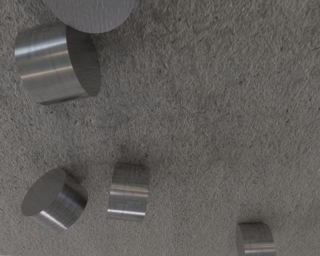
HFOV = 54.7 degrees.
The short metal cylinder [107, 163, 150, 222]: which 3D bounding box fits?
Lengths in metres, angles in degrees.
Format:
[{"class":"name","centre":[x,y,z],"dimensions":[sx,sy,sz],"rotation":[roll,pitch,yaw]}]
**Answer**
[{"class":"short metal cylinder","centre":[-0.046,0.093,0.450],"dimensions":[0.050,0.080,0.079],"rotation":[8,130,-7]}]

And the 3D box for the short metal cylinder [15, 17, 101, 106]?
[{"class":"short metal cylinder","centre":[-0.099,-0.066,0.314],"dimensions":[0.050,0.080,0.080],"rotation":[-11,129,9]}]

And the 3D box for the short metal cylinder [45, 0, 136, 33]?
[{"class":"short metal cylinder","centre":[-0.060,-0.133,0.277],"dimensions":[0.081,0.050,0.079],"rotation":[0,130,0]}]

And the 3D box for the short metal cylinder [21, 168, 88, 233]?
[{"class":"short metal cylinder","centre":[-0.156,0.108,0.461],"dimensions":[0.080,0.080,0.050],"rotation":[-24,126,19]}]

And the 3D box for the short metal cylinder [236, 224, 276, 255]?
[{"class":"short metal cylinder","centre":[0.169,0.213,0.554],"dimensions":[0.050,0.080,0.080],"rotation":[-3,130,3]}]
